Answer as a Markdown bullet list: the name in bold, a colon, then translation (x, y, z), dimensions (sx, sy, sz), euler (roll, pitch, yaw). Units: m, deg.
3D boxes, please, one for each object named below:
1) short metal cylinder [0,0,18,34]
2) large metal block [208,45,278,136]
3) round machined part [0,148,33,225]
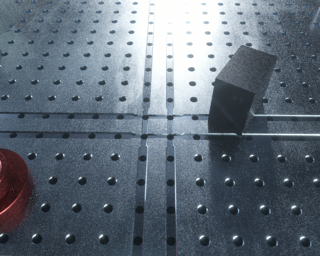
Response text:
- **short metal cylinder**: translation (-0.305, -0.214, 0.550), dimensions (0.080, 0.080, 0.050), euler (-36, 59, -26)
- **large metal block**: translation (0.109, -0.050, 0.415), dimensions (0.050, 0.080, 0.080), euler (26, 55, 20)
- **round machined part**: translation (-0.199, 0.061, 0.344), dimensions (0.099, 0.042, 0.098), euler (0, 50, 0)
